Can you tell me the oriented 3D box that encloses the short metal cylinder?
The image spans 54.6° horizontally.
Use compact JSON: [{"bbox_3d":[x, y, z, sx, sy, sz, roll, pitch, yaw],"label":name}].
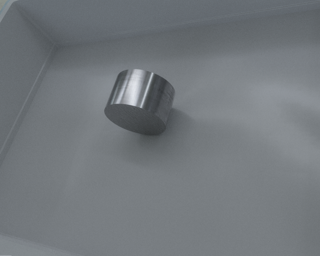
[{"bbox_3d":[-0.025,-0.031,0.400,0.080,0.080,0.050,2,63,29],"label":"short metal cylinder"}]
